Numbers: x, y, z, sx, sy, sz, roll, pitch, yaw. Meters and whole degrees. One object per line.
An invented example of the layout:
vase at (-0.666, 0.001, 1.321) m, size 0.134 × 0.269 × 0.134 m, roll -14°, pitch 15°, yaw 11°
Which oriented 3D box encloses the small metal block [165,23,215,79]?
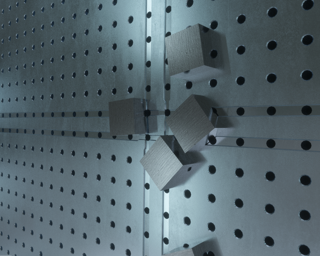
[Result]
small metal block at (0.036, -0.092, 0.378) m, size 0.050 × 0.025 × 0.050 m, roll -11°, pitch 83°, yaw 39°

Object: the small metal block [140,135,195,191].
small metal block at (0.008, 0.045, 0.401) m, size 0.050 × 0.025 × 0.050 m, roll 52°, pitch 120°, yaw 27°

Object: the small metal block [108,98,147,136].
small metal block at (-0.047, -0.015, 0.446) m, size 0.050 × 0.025 × 0.050 m, roll -5°, pitch 87°, yaw 39°

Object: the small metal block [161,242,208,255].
small metal block at (0.035, 0.173, 0.379) m, size 0.050 × 0.025 × 0.050 m, roll -30°, pitch 71°, yaw 35°

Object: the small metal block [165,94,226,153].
small metal block at (0.042, -0.005, 0.374) m, size 0.050 × 0.025 × 0.050 m, roll -44°, pitch 64°, yaw 30°
